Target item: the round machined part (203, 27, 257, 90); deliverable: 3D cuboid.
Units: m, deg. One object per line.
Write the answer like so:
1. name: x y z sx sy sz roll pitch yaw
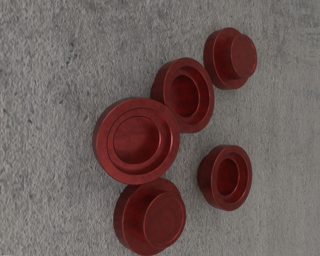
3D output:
1. round machined part: 0.117 -0.111 0.491 0.099 0.042 0.097 0 90 -40

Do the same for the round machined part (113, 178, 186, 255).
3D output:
1. round machined part: -0.005 0.111 0.389 0.099 0.042 0.097 0 90 -40

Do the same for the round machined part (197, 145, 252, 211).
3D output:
1. round machined part: 0.095 0.074 0.473 0.099 0.042 0.097 0 90 -40

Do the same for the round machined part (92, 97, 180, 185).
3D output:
1. round machined part: -0.030 0.012 0.358 0.099 0.042 0.097 -5 101 -25

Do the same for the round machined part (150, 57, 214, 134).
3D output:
1. round machined part: 0.026 -0.041 0.412 0.099 0.042 0.097 3 86 -43
